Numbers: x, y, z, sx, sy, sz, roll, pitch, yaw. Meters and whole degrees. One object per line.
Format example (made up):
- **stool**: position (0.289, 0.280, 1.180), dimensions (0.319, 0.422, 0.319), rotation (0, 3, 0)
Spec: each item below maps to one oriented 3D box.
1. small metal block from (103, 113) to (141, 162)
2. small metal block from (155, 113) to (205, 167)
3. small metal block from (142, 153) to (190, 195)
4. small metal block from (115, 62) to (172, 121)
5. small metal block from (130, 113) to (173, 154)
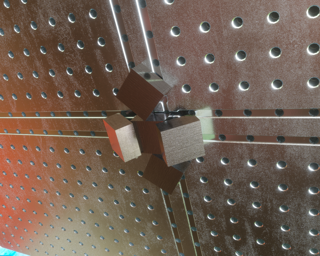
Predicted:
- **small metal block**: position (-0.053, 0.012, 0.431), dimensions (0.050, 0.025, 0.050), rotation (34, 143, 55)
- **small metal block**: position (0.026, 0.015, 0.389), dimensions (0.050, 0.025, 0.050), rotation (-16, 116, -9)
- **small metal block**: position (0.008, 0.060, 0.444), dimensions (0.050, 0.025, 0.050), rotation (31, 129, 10)
- **small metal block**: position (-0.021, -0.046, 0.395), dimensions (0.050, 0.025, 0.050), rotation (40, 129, 2)
- **small metal block**: position (-0.007, 0.007, 0.419), dimensions (0.050, 0.025, 0.050), rotation (1, 118, 27)
